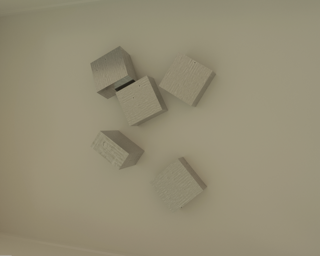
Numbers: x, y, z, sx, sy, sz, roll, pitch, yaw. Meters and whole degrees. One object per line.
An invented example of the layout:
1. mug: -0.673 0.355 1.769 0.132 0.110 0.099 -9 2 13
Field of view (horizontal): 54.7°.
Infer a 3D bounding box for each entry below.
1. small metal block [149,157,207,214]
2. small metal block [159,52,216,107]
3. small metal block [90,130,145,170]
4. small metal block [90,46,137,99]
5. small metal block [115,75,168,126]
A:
1. small metal block: 0.024 0.073 0.401 0.050 0.025 0.050 -42 77 15
2. small metal block: 0.035 -0.062 0.397 0.050 0.025 0.050 34 101 16
3. small metal block: -0.056 0.028 0.416 0.050 0.050 0.025 37 102 16
4. small metal block: -0.064 -0.075 0.424 0.050 0.025 0.050 -25 63 18
5. small metal block: -0.024 -0.036 0.418 0.050 0.025 0.050 -26 82 17
